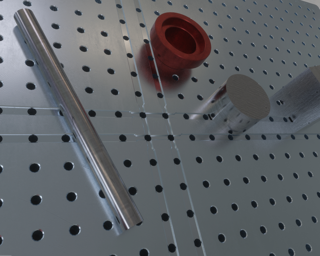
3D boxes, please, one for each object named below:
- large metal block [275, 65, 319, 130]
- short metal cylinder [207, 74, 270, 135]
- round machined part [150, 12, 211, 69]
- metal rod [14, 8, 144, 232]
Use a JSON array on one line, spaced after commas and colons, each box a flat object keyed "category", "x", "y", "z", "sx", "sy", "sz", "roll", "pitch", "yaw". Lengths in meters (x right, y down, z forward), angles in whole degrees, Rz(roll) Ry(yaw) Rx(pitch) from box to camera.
[{"category": "large metal block", "x": 0.269, "y": -0.054, "z": 0.551, "sx": 0.050, "sy": 0.080, "sz": 0.080, "roll": -15, "pitch": 70, "yaw": -34}, {"category": "short metal cylinder", "x": 0.122, "y": -0.036, "z": 0.480, "sx": 0.081, "sy": 0.050, "sz": 0.080, "roll": 14, "pitch": 56, "yaw": -21}, {"category": "round machined part", "x": 0.029, "y": -0.133, "z": 0.494, "sx": 0.099, "sy": 0.042, "sz": 0.098, "roll": 14, "pitch": 56, "yaw": -21}, {"category": "metal rod", "x": -0.102, "y": -0.021, "z": 0.365, "sx": 0.025, "sy": 0.025, "sz": 0.299, "roll": -20, "pitch": 73, "yaw": -36}]
